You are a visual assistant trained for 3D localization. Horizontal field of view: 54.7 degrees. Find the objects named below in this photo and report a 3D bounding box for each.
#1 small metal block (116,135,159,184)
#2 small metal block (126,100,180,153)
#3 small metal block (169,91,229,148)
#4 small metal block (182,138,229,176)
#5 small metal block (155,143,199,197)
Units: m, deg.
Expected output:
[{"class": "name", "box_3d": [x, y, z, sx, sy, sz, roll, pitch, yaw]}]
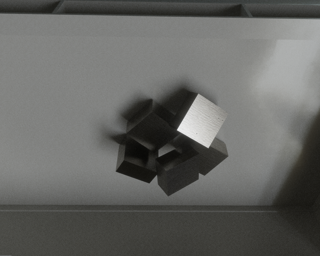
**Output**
[{"class": "small metal block", "box_3d": [-0.030, 0.042, 0.425, 0.050, 0.050, 0.025, 23, 126, -19]}, {"class": "small metal block", "box_3d": [-0.008, -0.001, 0.405, 0.050, 0.025, 0.050, 36, 121, -27]}, {"class": "small metal block", "box_3d": [0.048, -0.010, 0.384, 0.050, 0.025, 0.050, 30, 91, -24]}, {"class": "small metal block", "box_3d": [0.059, 0.035, 0.437, 0.050, 0.025, 0.050, 28, 124, -23]}, {"class": "small metal block", "box_3d": [0.024, 0.055, 0.406, 0.050, 0.025, 0.050, -25, 134, -22]}]
